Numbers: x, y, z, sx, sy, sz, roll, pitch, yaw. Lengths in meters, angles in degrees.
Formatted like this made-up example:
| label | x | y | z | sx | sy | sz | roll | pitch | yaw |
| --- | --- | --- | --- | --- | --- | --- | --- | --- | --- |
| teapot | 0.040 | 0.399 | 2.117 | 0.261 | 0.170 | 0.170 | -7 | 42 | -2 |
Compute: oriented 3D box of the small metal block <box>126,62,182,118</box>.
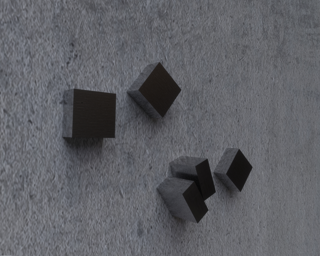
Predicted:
| label | x | y | z | sx | sy | sz | roll | pitch | yaw |
| --- | --- | --- | --- | --- | --- | --- | --- | --- | --- |
| small metal block | -0.007 | -0.048 | 0.399 | 0.050 | 0.025 | 0.050 | 48 | 62 | -29 |

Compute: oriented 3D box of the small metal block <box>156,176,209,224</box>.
| label | x | y | z | sx | sy | sz | roll | pitch | yaw |
| --- | --- | --- | --- | --- | --- | --- | --- | --- | --- |
| small metal block | 0.030 | 0.095 | 0.413 | 0.025 | 0.050 | 0.050 | -41 | 115 | -32 |

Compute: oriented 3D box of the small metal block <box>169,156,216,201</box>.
| label | x | y | z | sx | sy | sz | roll | pitch | yaw |
| --- | --- | --- | --- | --- | --- | --- | --- | --- | --- |
| small metal block | 0.044 | 0.068 | 0.425 | 0.025 | 0.050 | 0.050 | -25 | 106 | -37 |

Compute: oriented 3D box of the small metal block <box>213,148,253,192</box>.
| label | x | y | z | sx | sy | sz | roll | pitch | yaw |
| --- | --- | --- | --- | --- | --- | --- | --- | --- | --- |
| small metal block | 0.120 | 0.068 | 0.505 | 0.050 | 0.025 | 0.050 | 49 | 61 | -29 |

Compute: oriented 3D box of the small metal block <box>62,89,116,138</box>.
| label | x | y | z | sx | sy | sz | roll | pitch | yaw |
| --- | --- | --- | --- | --- | --- | --- | --- | --- | --- |
| small metal block | -0.077 | -0.015 | 0.340 | 0.050 | 0.025 | 0.050 | 3 | 88 | -40 |
